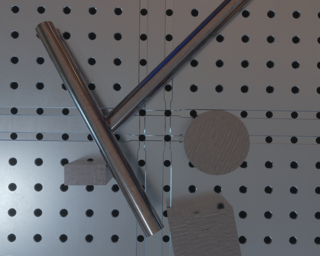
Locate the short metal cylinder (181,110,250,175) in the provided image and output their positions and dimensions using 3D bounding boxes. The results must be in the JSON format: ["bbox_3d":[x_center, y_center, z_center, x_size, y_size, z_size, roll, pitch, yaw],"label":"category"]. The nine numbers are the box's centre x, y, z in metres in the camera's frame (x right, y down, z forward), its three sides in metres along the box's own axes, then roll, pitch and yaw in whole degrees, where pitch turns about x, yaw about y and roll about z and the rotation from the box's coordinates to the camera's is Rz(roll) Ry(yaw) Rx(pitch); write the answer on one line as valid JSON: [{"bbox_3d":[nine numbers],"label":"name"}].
[{"bbox_3d":[0.069,0.018,0.402,0.081,0.050,0.079,0,90,-1],"label":"short metal cylinder"}]

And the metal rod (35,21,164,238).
[{"bbox_3d":[-0.080,-0.006,0.387,0.025,0.025,0.299,-30,81,0],"label":"metal rod"}]

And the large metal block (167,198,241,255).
[{"bbox_3d":[0.056,0.142,0.402,0.080,0.050,0.080,-10,90,-1],"label":"large metal block"}]

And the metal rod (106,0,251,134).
[{"bbox_3d":[0.031,-0.099,0.413,0.300,0.025,0.025,-44,91,-1],"label":"metal rod"}]

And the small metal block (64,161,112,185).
[{"bbox_3d":[-0.091,0.057,0.400,0.050,0.050,0.025,0,90,-1],"label":"small metal block"}]
